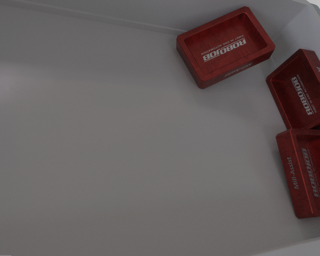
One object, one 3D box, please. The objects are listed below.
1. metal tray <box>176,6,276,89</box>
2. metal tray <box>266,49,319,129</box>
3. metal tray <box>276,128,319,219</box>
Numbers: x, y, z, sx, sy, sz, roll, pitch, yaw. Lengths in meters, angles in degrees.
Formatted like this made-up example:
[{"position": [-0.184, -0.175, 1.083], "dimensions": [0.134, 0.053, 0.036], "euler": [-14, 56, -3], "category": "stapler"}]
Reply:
[{"position": [0.103, -0.129, 0.496], "dimensions": [0.131, 0.030, 0.090], "euler": [-25, 74, -5], "category": "metal tray"}, {"position": [0.243, -0.057, 0.529], "dimensions": [0.030, 0.090, 0.130], "euler": [1, 61, -28], "category": "metal tray"}, {"position": [0.235, 0.067, 0.475], "dimensions": [0.091, 0.030, 0.129], "euler": [2, 69, -27], "category": "metal tray"}]
